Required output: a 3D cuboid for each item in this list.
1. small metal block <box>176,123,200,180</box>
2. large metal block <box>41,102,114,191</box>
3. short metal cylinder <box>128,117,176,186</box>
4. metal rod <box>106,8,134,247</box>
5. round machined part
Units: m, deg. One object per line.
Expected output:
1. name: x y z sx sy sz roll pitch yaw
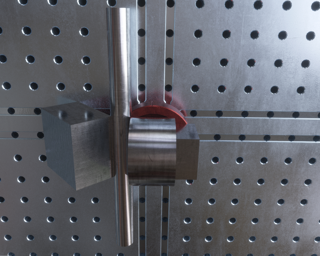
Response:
1. small metal block: 0.030 0.027 0.365 0.025 0.050 0.050 1 110 -1
2. large metal block: -0.102 0.018 0.383 0.050 0.080 0.079 -16 116 -39
3. short metal cylinder: -0.009 0.027 0.362 0.050 0.080 0.079 1 110 -1
4. metal rod: -0.046 0.015 0.374 0.025 0.025 0.298 1 110 -1
5. round machined part: -0.008 0.011 0.407 0.099 0.042 0.097 0 110 -1
